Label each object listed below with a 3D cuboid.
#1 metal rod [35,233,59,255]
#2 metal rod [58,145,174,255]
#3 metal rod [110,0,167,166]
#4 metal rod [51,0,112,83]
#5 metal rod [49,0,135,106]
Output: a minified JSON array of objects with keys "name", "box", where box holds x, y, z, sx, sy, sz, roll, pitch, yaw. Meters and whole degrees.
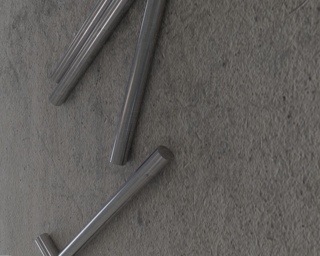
[{"name":"metal rod","box":[-0.130,0.295,0.512,0.300,0.025,0.025,42,115,32]},{"name":"metal rod","box":[-0.080,0.129,0.470,0.299,0.025,0.025,-48,62,29]},{"name":"metal rod","box":[-0.025,-0.091,0.425,0.025,0.025,0.298,24,105,37]},{"name":"metal rod","box":[-0.093,-0.179,0.481,0.299,0.025,0.025,-45,63,30]},{"name":"metal rod","box":[-0.098,-0.140,0.485,0.299,0.025,0.025,-45,63,30]}]
